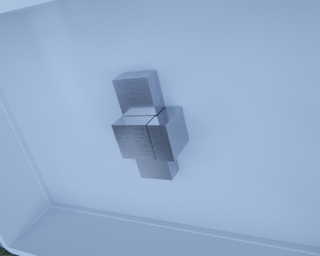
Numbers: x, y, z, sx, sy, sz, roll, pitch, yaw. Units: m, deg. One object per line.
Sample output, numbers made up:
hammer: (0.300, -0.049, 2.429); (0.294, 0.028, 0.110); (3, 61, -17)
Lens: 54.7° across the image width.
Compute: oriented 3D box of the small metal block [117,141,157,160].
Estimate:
small metal block: (-0.020, 0.017, 0.411); (0.050, 0.050, 0.025); (0, 118, 28)

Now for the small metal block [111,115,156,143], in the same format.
small metal block: (-0.026, -0.005, 0.401); (0.050, 0.050, 0.025); (0, 118, 28)

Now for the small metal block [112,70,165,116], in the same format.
small metal block: (-0.027, -0.044, 0.394); (0.050, 0.025, 0.050); (0, 119, 28)

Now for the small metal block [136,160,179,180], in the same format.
small metal block: (-0.006, 0.044, 0.437); (0.050, 0.025, 0.050); (0, 119, 28)

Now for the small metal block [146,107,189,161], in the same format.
small metal block: (0.011, 0.007, 0.388); (0.025, 0.050, 0.050); (0, 118, 28)
